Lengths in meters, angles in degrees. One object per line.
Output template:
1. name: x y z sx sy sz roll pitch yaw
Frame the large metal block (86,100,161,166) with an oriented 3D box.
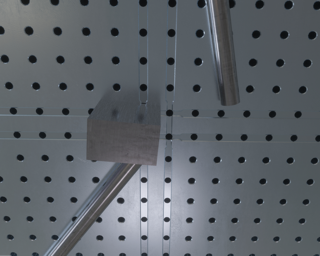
1. large metal block: -0.042 0.003 0.385 0.081 0.080 0.050 5 110 -2

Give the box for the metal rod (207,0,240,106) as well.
1. metal rod: 0.062 -0.170 0.351 0.025 0.025 0.298 -11 110 4

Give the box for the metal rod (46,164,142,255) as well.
1. metal rod: -0.117 0.144 0.465 0.025 0.025 0.299 36 106 -12
